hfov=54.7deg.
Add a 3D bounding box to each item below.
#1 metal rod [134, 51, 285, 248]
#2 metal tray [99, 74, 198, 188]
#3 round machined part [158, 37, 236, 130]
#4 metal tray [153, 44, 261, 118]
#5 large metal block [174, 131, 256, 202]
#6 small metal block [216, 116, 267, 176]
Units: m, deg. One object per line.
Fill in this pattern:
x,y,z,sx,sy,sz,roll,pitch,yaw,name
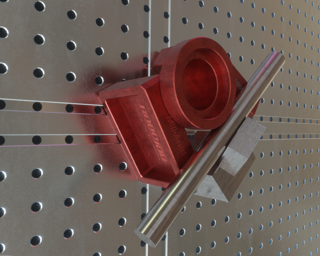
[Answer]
0.074,0.003,0.355,0.301,0.025,0.025,-48,119,-29,metal rod
-0.011,0.008,0.359,0.030,0.090,0.129,-36,113,-34,metal tray
0.037,-0.047,0.341,0.099,0.042,0.097,0,90,-40,round machined part
0.065,-0.061,0.422,0.130,0.090,0.030,38,68,-34,metal tray
0.072,0.049,0.432,0.080,0.080,0.050,-49,120,-29,large metal block
0.096,0.023,0.369,0.025,0.050,0.050,33,61,13,small metal block
